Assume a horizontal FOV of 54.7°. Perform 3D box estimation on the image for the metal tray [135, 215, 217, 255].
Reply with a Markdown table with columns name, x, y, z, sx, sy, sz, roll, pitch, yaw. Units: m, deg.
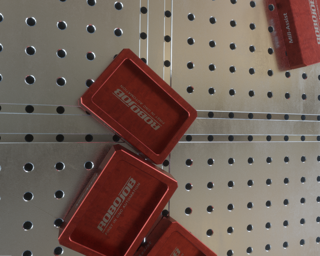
| name | x | y | z | sx | sy | sz | roll | pitch | yaw |
| --- | --- | --- | --- | --- | --- | --- | --- | --- | --- |
| metal tray | 0.005 | 0.197 | 0.413 | 0.090 | 0.030 | 0.130 | 43 | 76 | -15 |

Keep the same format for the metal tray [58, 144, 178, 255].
| name | x | y | z | sx | sy | sz | roll | pitch | yaw |
| --- | --- | --- | --- | --- | --- | --- | --- | --- | --- |
| metal tray | -0.050 | 0.096 | 0.378 | 0.090 | 0.030 | 0.130 | 33 | 91 | -18 |

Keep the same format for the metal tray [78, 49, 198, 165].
| name | x | y | z | sx | sy | sz | roll | pitch | yaw |
| --- | --- | --- | --- | --- | --- | --- | --- | --- | --- |
| metal tray | -0.026 | -0.026 | 0.401 | 0.130 | 0.030 | 0.090 | 41 | 77 | -16 |

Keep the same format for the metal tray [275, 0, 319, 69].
| name | x | y | z | sx | sy | sz | roll | pitch | yaw |
| --- | --- | --- | --- | --- | --- | --- | --- | --- | --- |
| metal tray | 0.242 | -0.169 | 0.501 | 0.091 | 0.030 | 0.129 | -17 | 96 | -20 |
